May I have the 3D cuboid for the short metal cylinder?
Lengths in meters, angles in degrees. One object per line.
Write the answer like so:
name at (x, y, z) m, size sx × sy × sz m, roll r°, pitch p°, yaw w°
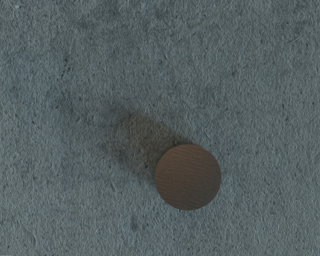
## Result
short metal cylinder at (0.034, 0.059, 0.398) m, size 0.080 × 0.050 × 0.080 m, roll 0°, pitch 90°, yaw 0°
